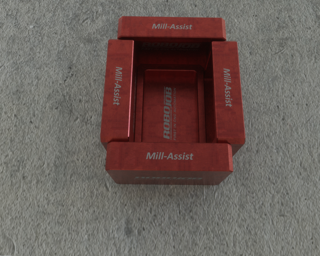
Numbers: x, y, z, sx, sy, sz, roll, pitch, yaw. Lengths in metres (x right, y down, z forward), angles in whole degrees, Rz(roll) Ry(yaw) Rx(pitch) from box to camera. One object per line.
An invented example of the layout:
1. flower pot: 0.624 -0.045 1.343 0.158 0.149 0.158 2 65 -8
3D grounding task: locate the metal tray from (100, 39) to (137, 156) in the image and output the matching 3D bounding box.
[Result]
1. metal tray: -0.047 -0.032 0.385 0.030 0.090 0.130 1 70 0

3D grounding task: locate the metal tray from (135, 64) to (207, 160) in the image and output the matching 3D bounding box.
1. metal tray: 0.014 -0.022 0.415 0.091 0.030 0.130 1 70 0

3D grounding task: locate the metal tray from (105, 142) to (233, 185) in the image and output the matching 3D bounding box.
1. metal tray: 0.010 0.044 0.358 0.131 0.090 0.030 1 70 0

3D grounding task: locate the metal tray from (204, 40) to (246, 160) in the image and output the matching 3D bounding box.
1. metal tray: 0.075 -0.031 0.386 0.030 0.090 0.130 1 70 0

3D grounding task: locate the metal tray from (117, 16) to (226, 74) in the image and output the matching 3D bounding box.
1. metal tray: 0.014 -0.107 0.413 0.131 0.090 0.030 1 70 0
